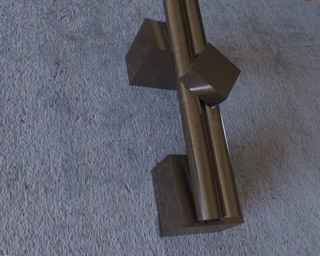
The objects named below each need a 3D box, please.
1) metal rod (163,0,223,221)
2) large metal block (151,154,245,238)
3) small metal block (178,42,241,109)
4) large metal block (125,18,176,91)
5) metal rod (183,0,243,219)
[{"bbox_3d":[0.031,-0.048,0.358,0.025,0.025,0.299,3,67,-27],"label":"metal rod"},{"bbox_3d":[0.041,0.079,0.362,0.081,0.050,0.080,5,60,-26],"label":"large metal block"},{"bbox_3d":[0.057,-0.059,0.346,0.050,0.025,0.050,39,56,-9],"label":"small metal block"},{"bbox_3d":[0.005,-0.098,0.432,0.081,0.080,0.050,3,61,-27],"label":"large metal block"},{"bbox_3d":[0.055,-0.047,0.370,0.025,0.025,0.299,3,67,-27],"label":"metal rod"}]
